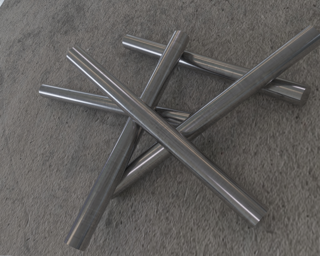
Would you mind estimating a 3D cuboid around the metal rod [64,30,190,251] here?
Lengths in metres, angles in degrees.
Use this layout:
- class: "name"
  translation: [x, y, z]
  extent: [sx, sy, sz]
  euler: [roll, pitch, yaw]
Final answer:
- class: "metal rod"
  translation: [-0.031, 0.000, 0.384]
  extent: [0.025, 0.025, 0.300]
  euler: [13, 67, 33]

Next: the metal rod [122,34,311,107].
- class: "metal rod"
  translation: [0.053, -0.090, 0.431]
  extent: [0.300, 0.025, 0.025]
  euler: [27, 77, 37]

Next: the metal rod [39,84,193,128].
- class: "metal rod"
  translation: [-0.083, -0.037, 0.469]
  extent: [0.300, 0.025, 0.025]
  euler: [14, 69, 33]

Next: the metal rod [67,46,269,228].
- class: "metal rod"
  translation: [-0.007, -0.005, 0.354]
  extent: [0.300, 0.025, 0.025]
  euler: [41, 85, 21]

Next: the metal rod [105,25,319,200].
- class: "metal rod"
  translation: [0.051, -0.011, 0.362]
  extent: [0.300, 0.025, 0.025]
  euler: [-38, 51, 11]
